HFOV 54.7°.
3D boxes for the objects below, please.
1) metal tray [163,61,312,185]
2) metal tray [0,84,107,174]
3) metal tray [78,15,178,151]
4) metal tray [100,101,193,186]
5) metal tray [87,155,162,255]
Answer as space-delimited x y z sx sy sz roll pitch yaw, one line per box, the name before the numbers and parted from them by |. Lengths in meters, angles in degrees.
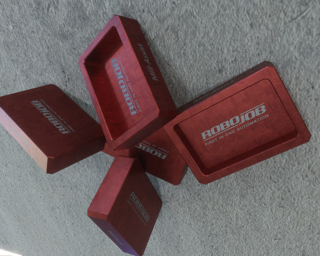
metal tray | 0.081 -0.002 0.339 0.130 0.030 0.090 -28 104 22
metal tray | -0.147 -0.005 0.419 0.130 0.091 0.030 39 131 23
metal tray | -0.042 -0.050 0.357 0.090 0.030 0.130 -36 70 38
metal tray | -0.019 0.014 0.422 0.130 0.030 0.089 23 127 13
metal tray | -0.042 0.110 0.430 0.030 0.090 0.130 6 142 26
